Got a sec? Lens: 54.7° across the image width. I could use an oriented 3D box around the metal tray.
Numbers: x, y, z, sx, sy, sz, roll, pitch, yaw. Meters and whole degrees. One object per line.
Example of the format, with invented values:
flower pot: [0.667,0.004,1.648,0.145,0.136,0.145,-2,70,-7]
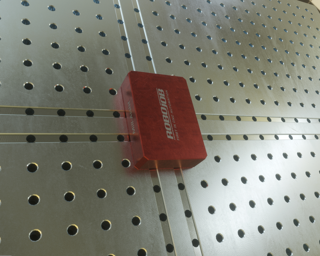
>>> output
metal tray: [0.004,-0.012,0.415,0.091,0.030,0.130,2,61,-28]
